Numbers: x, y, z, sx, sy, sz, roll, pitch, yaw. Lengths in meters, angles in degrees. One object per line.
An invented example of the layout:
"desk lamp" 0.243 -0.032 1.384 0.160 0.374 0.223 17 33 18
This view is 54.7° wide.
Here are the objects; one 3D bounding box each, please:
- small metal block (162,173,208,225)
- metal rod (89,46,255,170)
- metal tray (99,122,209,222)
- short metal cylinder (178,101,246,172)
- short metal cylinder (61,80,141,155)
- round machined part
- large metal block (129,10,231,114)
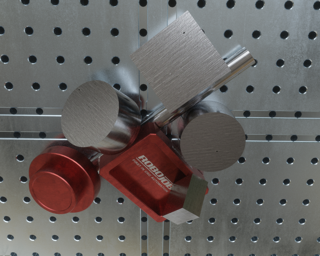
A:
"small metal block" 0.033 0.093 0.403 0.025 0.050 0.050 32 142 -13
"metal rod" -0.009 -0.005 0.413 0.300 0.025 0.025 -35 107 12
"metal tray" -0.006 0.064 0.419 0.090 0.030 0.130 -36 119 12
"short metal cylinder" 0.065 0.010 0.404 0.081 0.050 0.079 0 110 0
"short metal cylinder" -0.070 -0.011 0.373 0.080 0.050 0.080 -7 72 24
"round machined part" -0.134 0.076 0.417 0.098 0.042 0.097 7 117 14
"large metal block" 0.025 -0.073 0.361 0.080 0.050 0.080 -35 87 12
